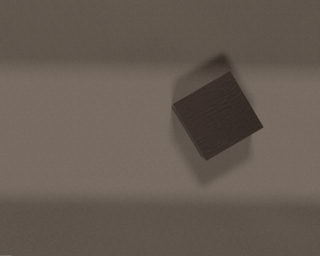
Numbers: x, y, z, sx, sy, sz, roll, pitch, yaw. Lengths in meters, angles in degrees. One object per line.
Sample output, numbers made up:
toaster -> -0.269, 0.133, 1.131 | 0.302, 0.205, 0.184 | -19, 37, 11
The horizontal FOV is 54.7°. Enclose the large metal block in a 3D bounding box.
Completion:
large metal block -> 0.071, -0.015, 0.400 | 0.080, 0.050, 0.080 | -30, 90, 0
